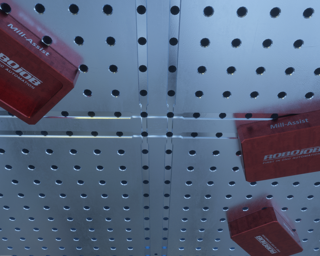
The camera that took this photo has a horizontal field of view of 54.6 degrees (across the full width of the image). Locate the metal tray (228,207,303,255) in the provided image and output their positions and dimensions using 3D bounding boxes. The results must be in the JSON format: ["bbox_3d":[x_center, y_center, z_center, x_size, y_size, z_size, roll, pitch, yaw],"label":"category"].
[{"bbox_3d":[0.200,0.206,0.585,0.090,0.030,0.130,-30,124,23],"label":"metal tray"}]

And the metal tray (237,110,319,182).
[{"bbox_3d":[0.180,0.027,0.433,0.130,0.030,0.090,-11,129,9],"label":"metal tray"}]

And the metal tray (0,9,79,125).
[{"bbox_3d":[-0.171,-0.070,0.347,0.090,0.030,0.130,-36,122,26],"label":"metal tray"}]
